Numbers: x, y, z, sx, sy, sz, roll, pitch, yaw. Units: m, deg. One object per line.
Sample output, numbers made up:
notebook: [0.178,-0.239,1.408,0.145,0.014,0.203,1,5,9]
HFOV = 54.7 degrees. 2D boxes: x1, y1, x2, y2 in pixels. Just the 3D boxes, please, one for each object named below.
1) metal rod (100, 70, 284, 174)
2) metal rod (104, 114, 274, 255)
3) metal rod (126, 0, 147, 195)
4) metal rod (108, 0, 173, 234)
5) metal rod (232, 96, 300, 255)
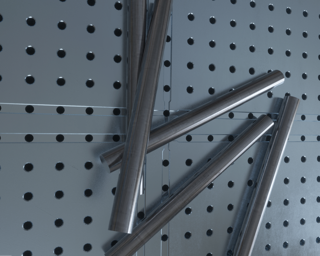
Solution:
metal rod: [0.060,-0.019,0.419,0.302,0.025,0.025,-26,99,-25]
metal rod: [0.051,0.079,0.432,0.301,0.025,0.025,-38,103,-16]
metal rod: [-0.031,-0.065,0.401,0.025,0.025,0.298,1,90,-20]
metal rod: [-0.018,-0.033,0.366,0.025,0.025,0.299,17,69,-20]
metal rod: [0.157,0.092,0.472,0.025,0.025,0.299,23,82,-19]
